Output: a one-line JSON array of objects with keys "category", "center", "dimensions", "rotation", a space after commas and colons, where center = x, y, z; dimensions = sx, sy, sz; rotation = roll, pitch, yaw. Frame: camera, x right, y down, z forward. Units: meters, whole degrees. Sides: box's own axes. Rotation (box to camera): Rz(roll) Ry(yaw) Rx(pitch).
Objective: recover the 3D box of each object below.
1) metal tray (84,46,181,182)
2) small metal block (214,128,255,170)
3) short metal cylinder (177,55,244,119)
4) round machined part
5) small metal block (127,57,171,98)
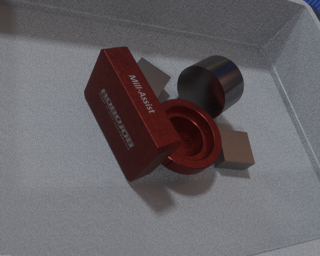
[{"category": "metal tray", "center": [-0.037, -0.014, 0.352], "dimensions": [0.030, 0.090, 0.130], "rotation": [-19, 72, -35]}, {"category": "small metal block", "center": [0.102, 0.031, 0.442], "dimensions": [0.050, 0.025, 0.050], "rotation": [8, 58, -23]}, {"category": "short metal cylinder", "center": [0.072, -0.058, 0.445], "dimensions": [0.050, 0.080, 0.080], "rotation": [-33, 81, -38]}, {"category": "round machined part", "center": [0.026, 0.015, 0.398], "dimensions": [0.099, 0.042, 0.098], "rotation": [14, 56, -21]}, {"category": "small metal block", "center": [-0.020, -0.063, 0.433], "dimensions": [0.050, 0.025, 0.050], "rotation": [34, 52, -5]}]
